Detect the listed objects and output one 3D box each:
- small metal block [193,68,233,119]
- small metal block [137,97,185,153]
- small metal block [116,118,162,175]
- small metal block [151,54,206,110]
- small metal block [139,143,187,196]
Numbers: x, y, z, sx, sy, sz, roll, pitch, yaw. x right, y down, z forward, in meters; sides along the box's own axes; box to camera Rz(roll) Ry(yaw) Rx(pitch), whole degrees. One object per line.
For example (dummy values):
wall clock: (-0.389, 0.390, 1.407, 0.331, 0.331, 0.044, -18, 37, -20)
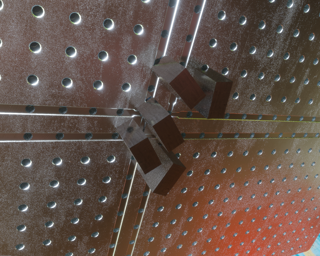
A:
small metal block: (0.064, -0.046, 0.404, 0.025, 0.050, 0.050, -5, 121, -26)
small metal block: (0.001, -0.004, 0.394, 0.025, 0.050, 0.050, -35, 129, -5)
small metal block: (-0.027, 0.023, 0.396, 0.025, 0.050, 0.050, -32, 129, -8)
small metal block: (0.022, -0.056, 0.374, 0.025, 0.050, 0.050, -44, 130, 2)
small metal block: (0.002, 0.058, 0.434, 0.025, 0.050, 0.050, 26, 104, -37)
